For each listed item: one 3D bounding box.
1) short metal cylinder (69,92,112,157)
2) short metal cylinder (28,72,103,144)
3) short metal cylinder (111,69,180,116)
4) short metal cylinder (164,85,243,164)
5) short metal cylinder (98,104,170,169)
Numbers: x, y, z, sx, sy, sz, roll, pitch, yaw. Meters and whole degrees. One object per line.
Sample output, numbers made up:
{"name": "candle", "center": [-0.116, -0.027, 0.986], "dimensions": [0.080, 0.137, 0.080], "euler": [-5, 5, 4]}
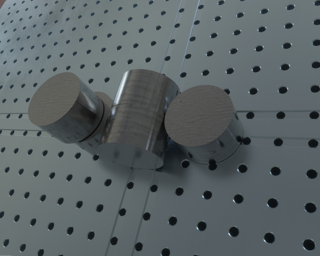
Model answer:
{"name": "short metal cylinder", "center": [-0.089, -0.005, 0.442], "dimensions": [0.080, 0.050, 0.080], "euler": [-13, 56, 21]}
{"name": "short metal cylinder", "center": [-0.123, -0.026, 0.406], "dimensions": [0.080, 0.050, 0.080], "euler": [-13, 56, 21]}
{"name": "short metal cylinder", "center": [-0.019, -0.032, 0.403], "dimensions": [0.080, 0.080, 0.050], "euler": [1, 63, 29]}
{"name": "short metal cylinder", "center": [0.052, -0.004, 0.366], "dimensions": [0.080, 0.050, 0.080], "euler": [-13, 56, 21]}
{"name": "short metal cylinder", "center": [-0.030, 0.013, 0.381], "dimensions": [0.080, 0.080, 0.050], "euler": [-1, 62, 28]}
